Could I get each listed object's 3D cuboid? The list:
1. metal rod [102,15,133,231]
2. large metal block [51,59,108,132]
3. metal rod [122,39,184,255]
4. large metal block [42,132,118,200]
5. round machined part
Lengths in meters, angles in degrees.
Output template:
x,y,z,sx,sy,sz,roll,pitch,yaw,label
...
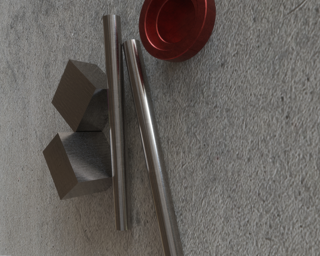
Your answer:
x,y,z,sx,sy,sz,roll,pitch,yaw,label
-0.060,-0.006,0.439,0.025,0.025,0.298,-1,93,39,metal rod
-0.115,-0.048,0.481,0.080,0.050,0.080,45,117,30,large metal block
-0.011,0.025,0.411,0.025,0.025,0.298,-19,78,38,metal rod
-0.114,0.053,0.461,0.050,0.081,0.080,-43,64,31,large metal block
0.025,-0.128,0.372,0.098,0.042,0.097,0,90,39,round machined part
